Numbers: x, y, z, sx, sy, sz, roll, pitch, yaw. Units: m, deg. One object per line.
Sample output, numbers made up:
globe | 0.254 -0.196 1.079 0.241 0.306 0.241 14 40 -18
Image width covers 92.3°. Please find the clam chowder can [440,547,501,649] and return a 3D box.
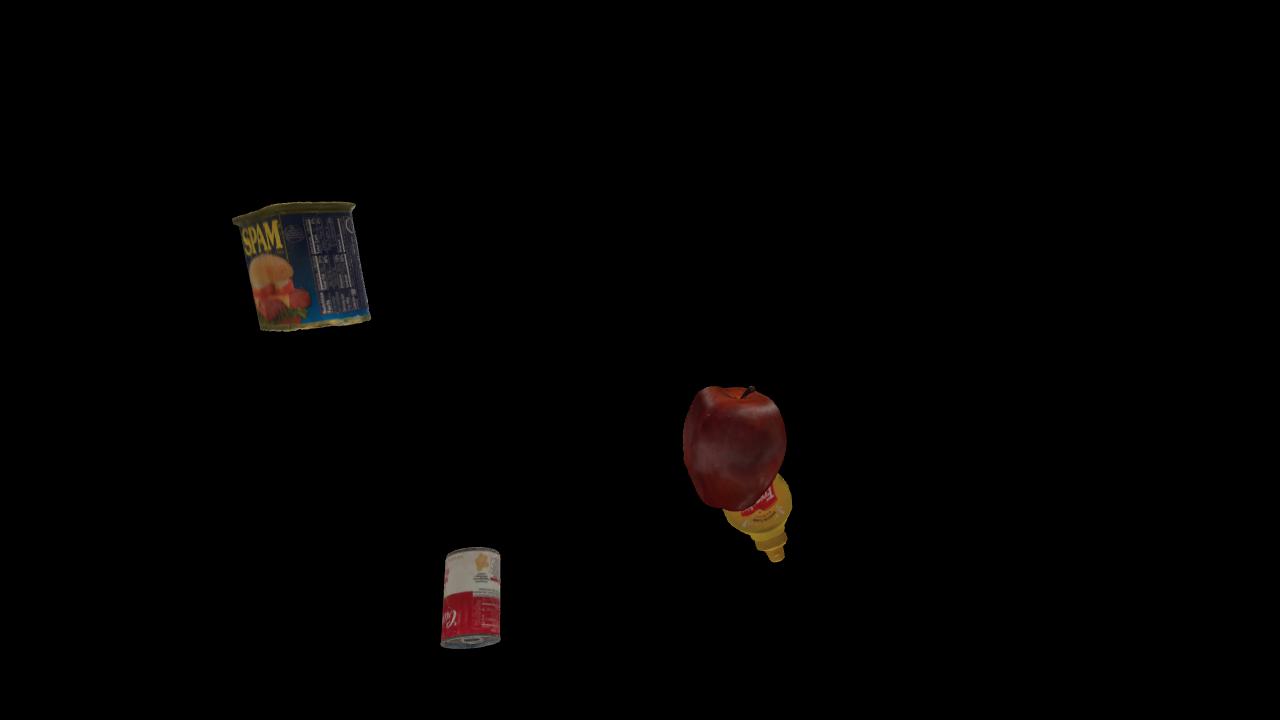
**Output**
clam chowder can | -0.201 0.284 0.736 0.068 0.102 0.068 -5 -33 -3

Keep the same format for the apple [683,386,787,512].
apple | 0.069 0.062 0.445 0.079 0.093 0.079 8 16 -2

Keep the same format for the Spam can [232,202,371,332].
Spam can | -0.246 -0.067 0.450 0.101 0.085 0.058 3 14 40

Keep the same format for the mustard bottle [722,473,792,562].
mustard bottle | 0.146 0.171 0.790 0.092 0.184 0.054 -20 -1 -6
